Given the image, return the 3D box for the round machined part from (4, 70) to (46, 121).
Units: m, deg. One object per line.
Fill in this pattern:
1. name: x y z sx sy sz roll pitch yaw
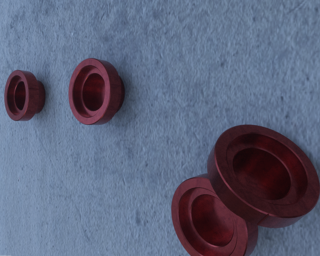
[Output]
1. round machined part: -0.261 -0.062 0.605 0.098 0.042 0.097 0 90 39

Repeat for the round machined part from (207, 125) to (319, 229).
1. round machined part: 0.090 0.047 0.288 0.098 0.099 0.042 52 145 27

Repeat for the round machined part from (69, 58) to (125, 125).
1. round machined part: -0.091 -0.053 0.467 0.098 0.042 0.097 0 90 39

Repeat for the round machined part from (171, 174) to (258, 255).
1. round machined part: 0.062 0.097 0.335 0.098 0.042 0.097 9 103 45
